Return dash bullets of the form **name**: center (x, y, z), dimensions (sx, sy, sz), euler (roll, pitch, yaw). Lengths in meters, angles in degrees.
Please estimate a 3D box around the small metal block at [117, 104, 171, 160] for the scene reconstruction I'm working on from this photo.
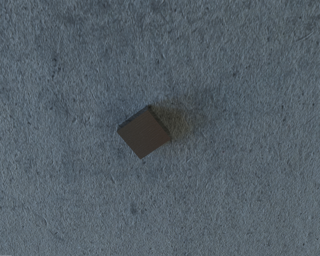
- **small metal block**: center (-0.021, 0.005, 0.413), dimensions (0.050, 0.025, 0.050), euler (-35, 107, 11)
